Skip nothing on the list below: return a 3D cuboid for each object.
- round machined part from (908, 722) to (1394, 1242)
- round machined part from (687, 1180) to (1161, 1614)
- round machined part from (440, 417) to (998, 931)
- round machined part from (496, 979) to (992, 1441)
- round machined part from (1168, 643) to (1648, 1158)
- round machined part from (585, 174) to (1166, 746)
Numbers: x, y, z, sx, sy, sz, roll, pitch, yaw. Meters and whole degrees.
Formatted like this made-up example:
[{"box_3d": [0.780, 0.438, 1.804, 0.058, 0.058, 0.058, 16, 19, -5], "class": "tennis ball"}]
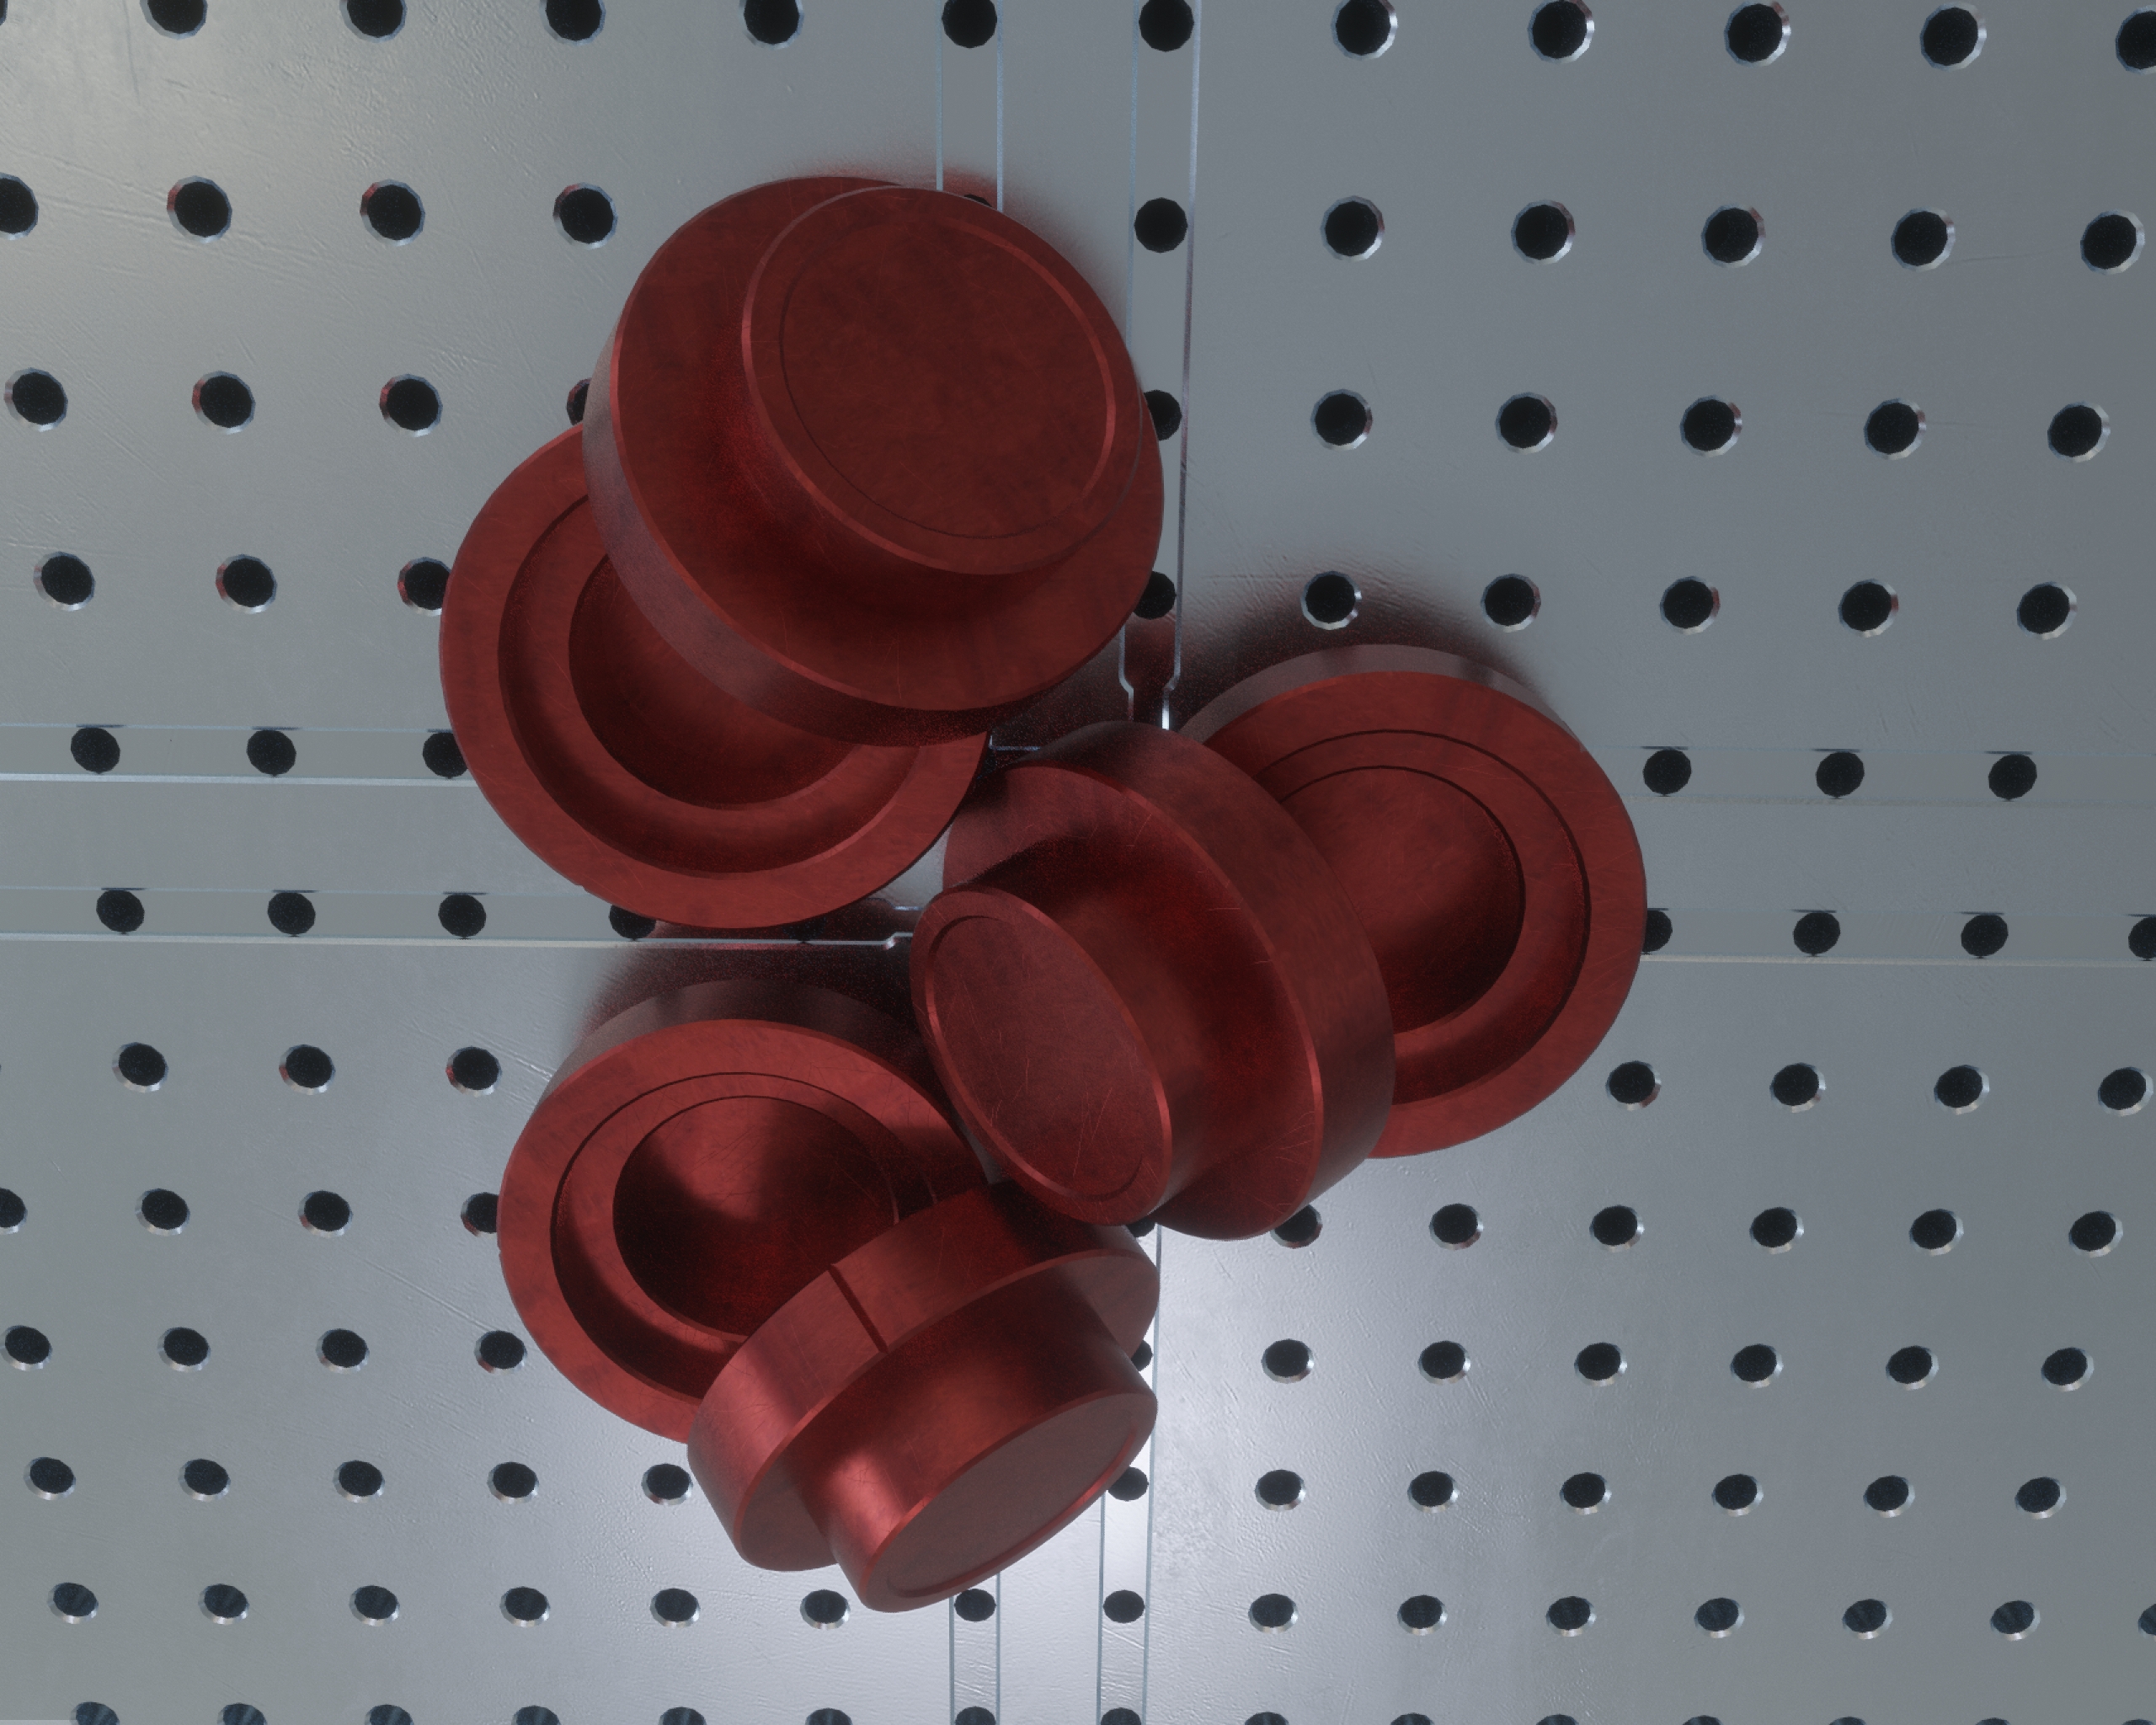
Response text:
[{"box_3d": [0.006, 0.027, 0.382, 0.042, 0.098, 0.098, -29, 114, -35], "class": "round machined part"}, {"box_3d": [-0.023, 0.110, 0.414, 0.099, 0.042, 0.098, -28, 148, -19], "class": "round machined part"}, {"box_3d": [-0.063, -0.040, 0.388, 0.099, 0.042, 0.097, 0, 110, 0], "class": "round machined part"}, {"box_3d": [-0.065, 0.068, 0.428, 0.099, 0.042, 0.097, 0, 110, 0], "class": "round machined part"}, {"box_3d": [0.056, 0.005, 0.406, 0.099, 0.042, 0.097, 0, 110, 0], "class": "round machined part"}, {"box_3d": [-0.028, -0.072, 0.348, 0.099, 0.042, 0.098, 8, 71, -24], "class": "round machined part"}]
